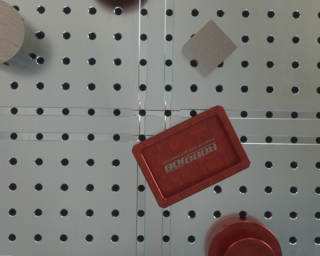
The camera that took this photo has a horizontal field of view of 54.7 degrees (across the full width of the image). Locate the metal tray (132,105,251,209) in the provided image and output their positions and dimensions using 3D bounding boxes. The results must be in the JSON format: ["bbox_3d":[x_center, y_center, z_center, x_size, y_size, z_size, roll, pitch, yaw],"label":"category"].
[{"bbox_3d":[0.040,0.037,0.411,0.131,0.030,0.090,-26,90,-1],"label":"metal tray"}]

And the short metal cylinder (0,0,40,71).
[{"bbox_3d":[-0.204,-0.116,0.398,0.081,0.050,0.079,0,90,-1],"label":"short metal cylinder"}]

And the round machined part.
[{"bbox_3d":[0.112,0.171,0.407,0.099,0.042,0.097,0,90,-1],"label":"round machined part"}]

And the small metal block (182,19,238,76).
[{"bbox_3d":[0.066,-0.106,0.414,0.050,0.025,0.050,-43,91,0],"label":"small metal block"}]
